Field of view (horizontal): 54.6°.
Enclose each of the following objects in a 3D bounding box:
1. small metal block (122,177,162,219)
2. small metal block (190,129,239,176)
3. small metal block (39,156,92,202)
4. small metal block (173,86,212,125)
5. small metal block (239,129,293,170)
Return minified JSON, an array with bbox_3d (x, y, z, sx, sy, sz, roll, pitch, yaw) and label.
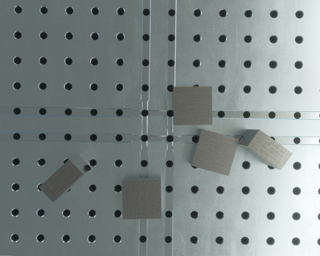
[{"bbox_3d":[-0.023,0.093,0.413,0.050,0.025,0.050,-1,90,0],"label":"small metal block"},{"bbox_3d":[0.072,0.032,0.414,0.050,0.025,0.050,16,90,0],"label":"small metal block"},{"bbox_3d":[-0.120,0.064,0.400,0.050,0.050,0.025,-43,90,0],"label":"small metal block"},{"bbox_3d":[0.043,-0.029,0.414,0.050,0.025,0.050,-1,90,0],"label":"small metal block"},{"bbox_3d":[0.134,0.026,0.402,0.050,0.050,0.025,36,90,0],"label":"small metal block"}]
